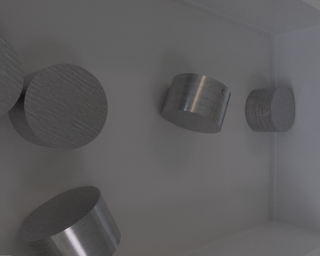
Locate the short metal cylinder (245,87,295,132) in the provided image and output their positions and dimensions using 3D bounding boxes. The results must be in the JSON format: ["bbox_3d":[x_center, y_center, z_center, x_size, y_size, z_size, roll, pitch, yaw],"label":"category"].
[{"bbox_3d":[0.198,-0.032,0.556,0.081,0.050,0.080,0,90,-40],"label":"short metal cylinder"}]

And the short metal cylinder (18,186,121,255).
[{"bbox_3d":[-0.085,0.100,0.300,0.081,0.080,0.050,-34,111,-35],"label":"short metal cylinder"}]

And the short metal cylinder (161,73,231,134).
[{"bbox_3d":[0.048,-0.031,0.411,0.080,0.080,0.050,29,72,-37],"label":"short metal cylinder"}]

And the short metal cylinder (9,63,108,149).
[{"bbox_3d":[-0.100,-0.020,0.306,0.081,0.050,0.080,0,90,-40],"label":"short metal cylinder"}]

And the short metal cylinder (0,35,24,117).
[{"bbox_3d":[-0.162,-0.042,0.254,0.081,0.050,0.080,0,90,-40],"label":"short metal cylinder"}]
